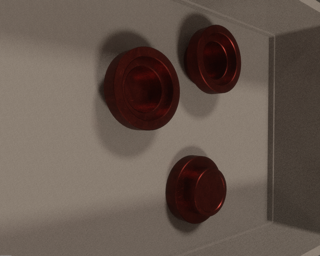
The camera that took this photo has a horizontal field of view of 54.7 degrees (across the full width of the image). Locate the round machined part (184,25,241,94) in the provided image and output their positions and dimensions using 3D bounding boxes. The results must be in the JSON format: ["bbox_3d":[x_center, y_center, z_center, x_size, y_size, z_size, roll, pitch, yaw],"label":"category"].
[{"bbox_3d":[0.074,-0.099,0.460,0.099,0.042,0.097,0,90,-40],"label":"round machined part"}]

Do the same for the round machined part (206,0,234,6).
[{"bbox_3d":[0.098,-0.245,0.481,0.099,0.042,0.097,1,88,-41],"label":"round machined part"}]

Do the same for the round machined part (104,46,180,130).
[{"bbox_3d":[-0.025,-0.046,0.376,0.099,0.042,0.097,0,90,-40],"label":"round machined part"}]

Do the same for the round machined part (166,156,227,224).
[{"bbox_3d":[0.059,0.089,0.448,0.099,0.042,0.097,0,90,-40],"label":"round machined part"}]
